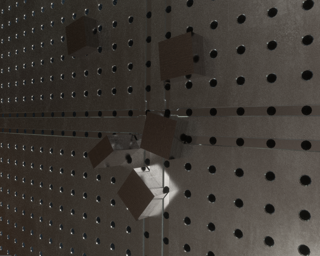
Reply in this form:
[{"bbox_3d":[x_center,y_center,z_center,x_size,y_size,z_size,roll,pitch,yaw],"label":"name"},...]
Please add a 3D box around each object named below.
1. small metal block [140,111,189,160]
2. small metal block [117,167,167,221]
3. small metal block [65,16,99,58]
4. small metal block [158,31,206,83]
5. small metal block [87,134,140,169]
[{"bbox_3d":[0.005,0.009,0.403,0.050,0.025,0.050,19,102,38],"label":"small metal block"},{"bbox_3d":[-0.026,0.090,0.429,0.050,0.025,0.050,48,118,29],"label":"small metal block"},{"bbox_3d":[-0.129,-0.150,0.513,0.050,0.025,0.050,-12,82,39],"label":"small metal block"},{"bbox_3d":[0.027,-0.086,0.386,0.050,0.025,0.050,-6,86,39],"label":"small metal block"},{"bbox_3d":[-0.066,0.033,0.446,0.050,0.050,0.025,-40,66,32],"label":"small metal block"}]
